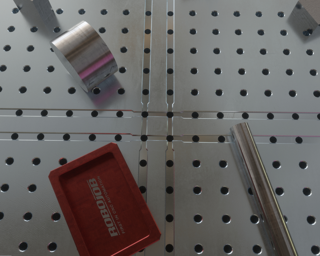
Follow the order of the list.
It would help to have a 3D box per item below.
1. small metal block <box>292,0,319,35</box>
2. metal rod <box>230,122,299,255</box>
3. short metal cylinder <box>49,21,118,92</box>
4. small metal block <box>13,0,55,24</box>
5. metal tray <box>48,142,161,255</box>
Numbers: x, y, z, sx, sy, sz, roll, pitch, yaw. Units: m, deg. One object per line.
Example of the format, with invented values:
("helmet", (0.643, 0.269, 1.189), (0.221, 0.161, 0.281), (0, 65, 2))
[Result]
("small metal block", (0.244, -0.180, 0.479), (0.050, 0.025, 0.050), (-26, 72, -9))
("metal rod", (0.143, 0.134, 0.363), (0.025, 0.025, 0.299), (-14, 71, -5))
("short metal cylinder", (-0.102, -0.095, 0.416), (0.050, 0.080, 0.080), (-39, 75, -13))
("small metal block", (-0.195, -0.192, 0.467), (0.050, 0.050, 0.025), (30, 73, 10))
("metal tray", (-0.066, 0.094, 0.374), (0.090, 0.030, 0.130), (-26, 72, -9))
